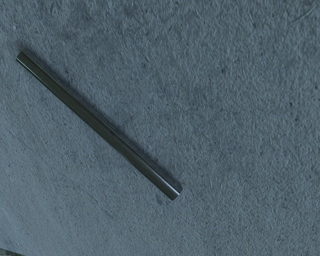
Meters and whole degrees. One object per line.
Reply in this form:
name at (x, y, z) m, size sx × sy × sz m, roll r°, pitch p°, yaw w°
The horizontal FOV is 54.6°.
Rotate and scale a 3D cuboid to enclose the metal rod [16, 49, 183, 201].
metal rod at (-0.086, -0.004, 0.450) m, size 0.300 × 0.025 × 0.025 m, roll 42°, pitch 129°, yaw -1°
